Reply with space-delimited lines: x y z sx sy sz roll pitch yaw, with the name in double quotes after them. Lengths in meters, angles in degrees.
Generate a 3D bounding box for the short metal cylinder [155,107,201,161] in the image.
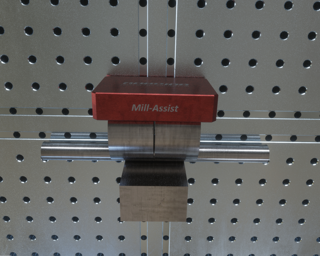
0.020 0.000 0.381 0.050 0.080 0.079 2 110 -1 "short metal cylinder"

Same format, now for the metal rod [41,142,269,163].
-0.006 0.033 0.421 0.302 0.025 0.025 1 110 -1 "metal rod"

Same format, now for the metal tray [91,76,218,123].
-0.005 -0.036 0.361 0.131 0.090 0.030 1 110 -1 "metal tray"

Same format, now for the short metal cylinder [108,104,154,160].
-0.033 -0.001 0.381 0.050 0.080 0.079 1 110 0 "short metal cylinder"

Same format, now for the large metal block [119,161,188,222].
-0.008 0.077 0.408 0.081 0.080 0.050 1 110 -1 "large metal block"
